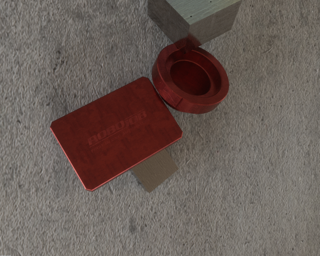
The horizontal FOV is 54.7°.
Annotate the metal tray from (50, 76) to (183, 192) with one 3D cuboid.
[{"bbox_3d":[-0.050,0.006,0.374,0.131,0.030,0.090,-30,83,-17],"label":"metal tray"}]

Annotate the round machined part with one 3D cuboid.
[{"bbox_3d":[0.035,-0.059,0.400,0.099,0.042,0.098,11,57,-17],"label":"round machined part"}]

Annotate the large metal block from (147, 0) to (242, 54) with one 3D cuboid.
[{"bbox_3d":[0.041,-0.153,0.393,0.080,0.050,0.080,-31,70,-19],"label":"large metal block"}]

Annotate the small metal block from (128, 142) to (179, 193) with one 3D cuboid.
[{"bbox_3d":[-0.012,0.048,0.406,0.050,0.025,0.050,-38,103,-16],"label":"small metal block"}]
